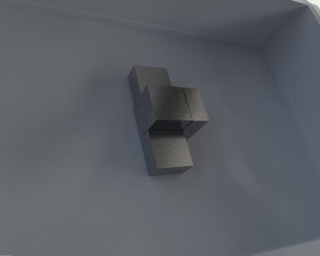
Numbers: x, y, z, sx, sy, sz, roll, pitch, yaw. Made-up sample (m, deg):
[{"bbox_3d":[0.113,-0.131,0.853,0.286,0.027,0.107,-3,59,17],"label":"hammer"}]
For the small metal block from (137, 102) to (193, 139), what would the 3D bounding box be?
[{"bbox_3d":[0.005,-0.009,0.395,0.050,0.050,0.025,0,62,-28],"label":"small metal block"}]

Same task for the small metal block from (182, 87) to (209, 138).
[{"bbox_3d":[0.036,-0.019,0.418,0.025,0.050,0.050,0,62,-28],"label":"small metal block"}]

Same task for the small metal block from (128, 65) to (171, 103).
[{"bbox_3d":[-0.013,-0.058,0.432,0.050,0.025,0.050,0,62,-28],"label":"small metal block"}]

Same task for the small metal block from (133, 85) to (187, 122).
[{"bbox_3d":[-0.001,-0.031,0.405,0.050,0.050,0.025,0,62,-28],"label":"small metal block"}]

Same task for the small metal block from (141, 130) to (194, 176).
[{"bbox_3d":[0.008,0.030,0.389,0.050,0.025,0.050,0,62,-28],"label":"small metal block"}]
